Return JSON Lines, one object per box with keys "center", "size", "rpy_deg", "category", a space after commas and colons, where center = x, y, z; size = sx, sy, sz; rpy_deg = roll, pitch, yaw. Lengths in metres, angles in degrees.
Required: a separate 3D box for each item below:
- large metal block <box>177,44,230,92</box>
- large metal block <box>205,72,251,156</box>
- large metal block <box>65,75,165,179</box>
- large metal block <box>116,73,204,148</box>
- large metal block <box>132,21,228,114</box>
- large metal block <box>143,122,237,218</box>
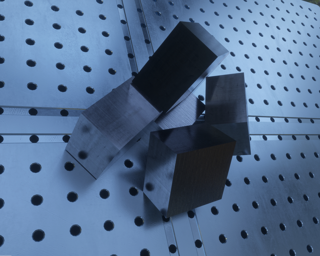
{"center": [0.042, -0.083, 0.446], "size": [0.050, 0.080, 0.080], "rpy_deg": [43, 51, 1], "category": "large metal block"}
{"center": [0.094, -0.016, 0.423], "size": [0.050, 0.080, 0.080], "rpy_deg": [-5, 55, 17], "category": "large metal block"}
{"center": [-0.050, 0.000, 0.344], "size": [0.050, 0.080, 0.080], "rpy_deg": [44, 51, 2], "category": "large metal block"}
{"center": [0.002, -0.021, 0.407], "size": [0.080, 0.050, 0.080], "rpy_deg": [43, 51, 1], "category": "large metal block"}
{"center": [0.026, -0.070, 0.348], "size": [0.050, 0.080, 0.080], "rpy_deg": [44, 26, 2], "category": "large metal block"}
{"center": [0.032, 0.045, 0.353], "size": [0.081, 0.079, 0.050], "rpy_deg": [-9, 30, -32], "category": "large metal block"}
